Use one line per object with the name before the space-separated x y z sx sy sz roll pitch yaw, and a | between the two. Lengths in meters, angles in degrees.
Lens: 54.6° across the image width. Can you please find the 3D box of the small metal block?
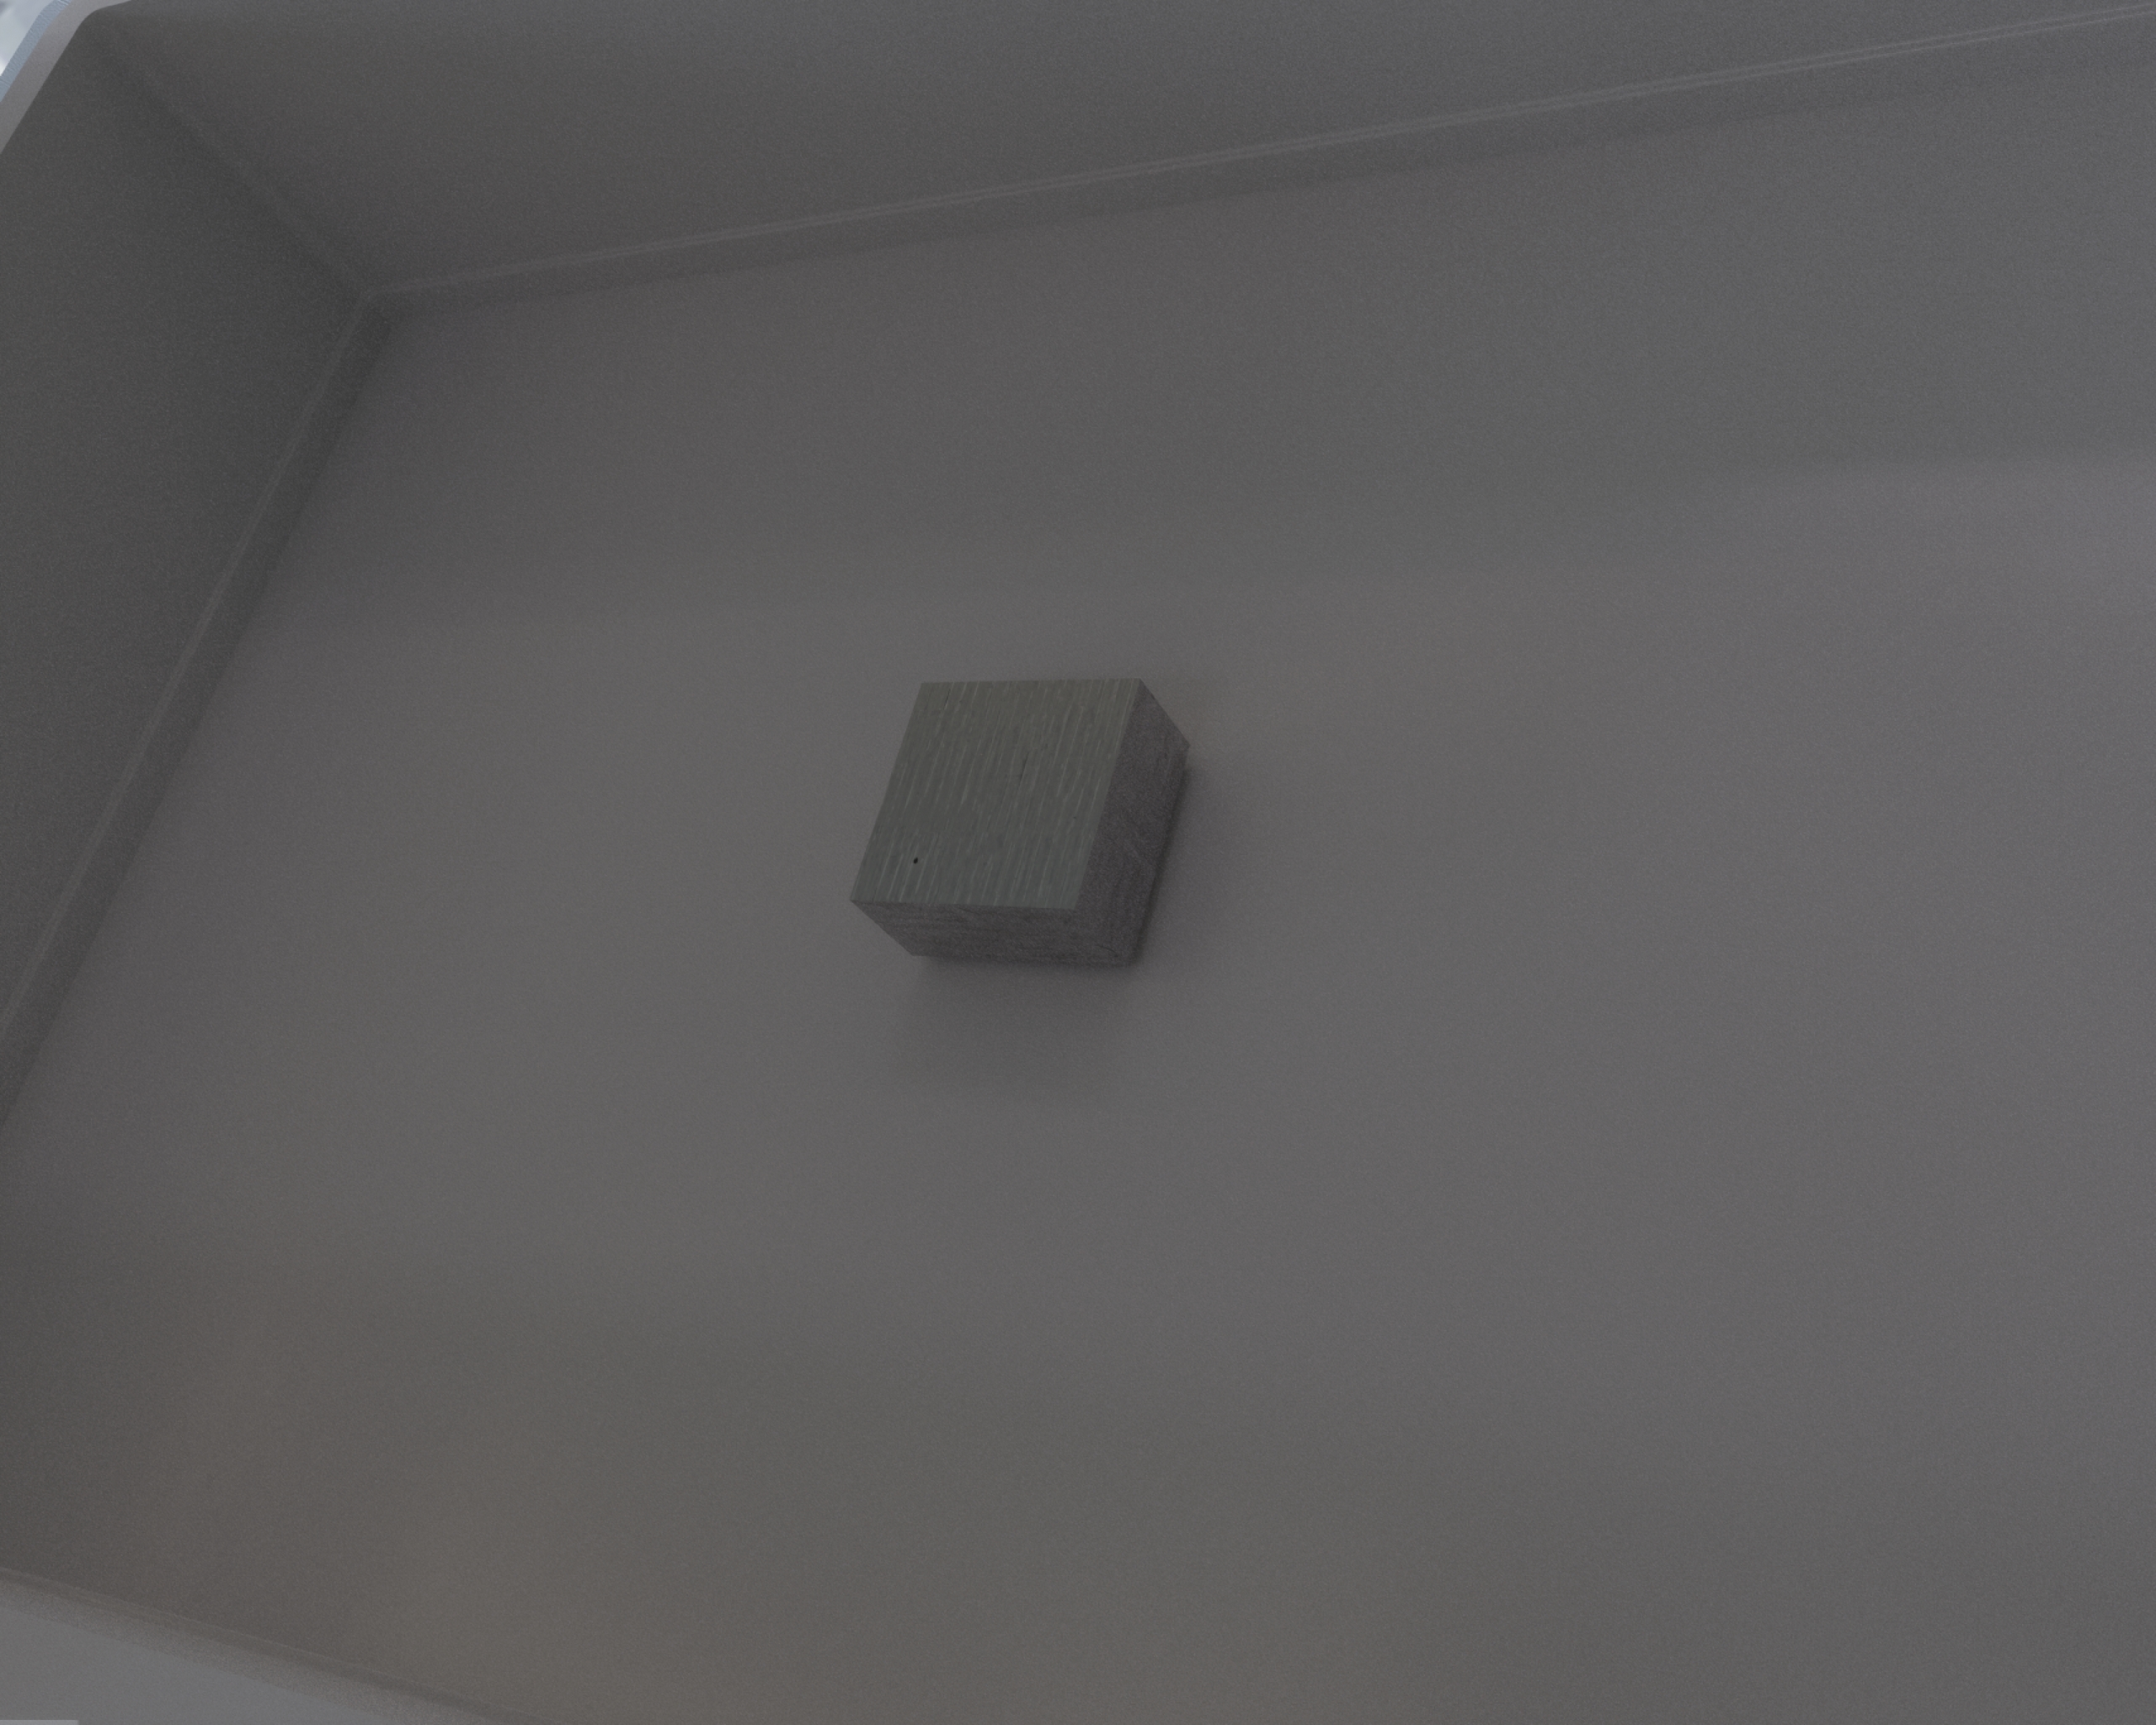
small metal block | -0.011 -0.008 0.413 0.050 0.025 0.050 2 63 29
